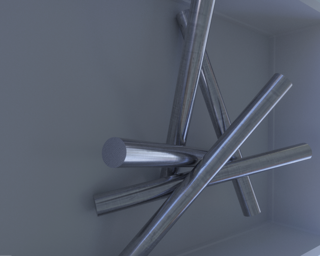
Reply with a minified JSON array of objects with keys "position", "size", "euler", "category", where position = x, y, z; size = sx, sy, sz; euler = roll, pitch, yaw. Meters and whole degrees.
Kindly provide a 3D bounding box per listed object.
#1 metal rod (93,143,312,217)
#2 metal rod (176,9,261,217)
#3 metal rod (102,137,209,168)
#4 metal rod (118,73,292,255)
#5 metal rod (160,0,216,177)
[{"position":[0.068,0.061,0.397],"size":[0.302,0.025,0.025],"euler":[-11,98,-18],"category":"metal rod"},{"position":[0.082,-0.021,0.438],"size":[0.025,0.025,0.298],"euler":[-19,90,-39],"category":"metal rod"},{"position":[0.039,0.036,0.378],"size":[0.301,0.025,0.025],"euler":[12,82,-59],"category":"metal rod"},{"position":[0.047,0.056,0.359],"size":[0.300,0.025,0.025],"euler":[-49,122,-3],"category":"metal rod"},{"position":[0.031,-0.049,0.358],"size":[0.025,0.025,0.298],"euler":[-13,122,-40],"category":"metal rod"}]
